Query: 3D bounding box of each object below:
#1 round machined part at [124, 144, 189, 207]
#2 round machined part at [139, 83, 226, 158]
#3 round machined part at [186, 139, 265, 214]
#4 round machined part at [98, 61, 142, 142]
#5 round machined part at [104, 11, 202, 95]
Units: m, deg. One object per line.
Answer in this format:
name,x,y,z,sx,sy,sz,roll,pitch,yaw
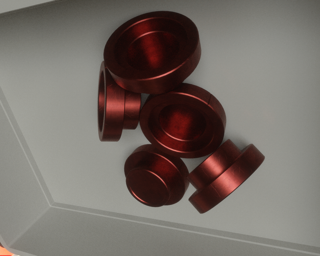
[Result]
round machined part,-0.010,0.075,0.450,0.098,0.042,0.097,13,124,21
round machined part,0.029,-0.013,0.366,0.098,0.042,0.097,10,133,12
round machined part,0.069,0.050,0.358,0.042,0.099,0.097,48,130,10
round machined part,-0.051,-0.032,0.381,0.042,0.098,0.097,1,128,-17
round machined part,-0.005,-0.074,0.327,0.098,0.098,0.042,12,151,22
